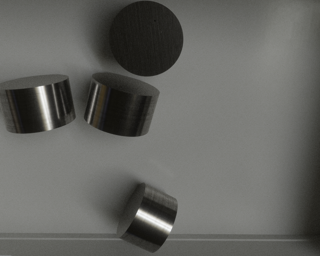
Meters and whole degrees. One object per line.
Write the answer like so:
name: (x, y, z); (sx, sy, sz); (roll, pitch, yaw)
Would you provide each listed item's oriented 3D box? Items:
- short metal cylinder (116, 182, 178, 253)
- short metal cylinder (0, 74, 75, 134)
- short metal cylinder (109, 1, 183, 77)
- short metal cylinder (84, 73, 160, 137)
short metal cylinder: (-0.018, 0.122, 0.427); (0.050, 0.080, 0.080); (29, 107, -11)
short metal cylinder: (-0.146, -0.031, 0.368); (0.081, 0.080, 0.050); (-4, 110, 1)
short metal cylinder: (-0.015, -0.104, 0.359); (0.081, 0.050, 0.079); (0, 110, -1)
short metal cylinder: (-0.046, -0.030, 0.370); (0.081, 0.080, 0.050); (15, 109, -6)
